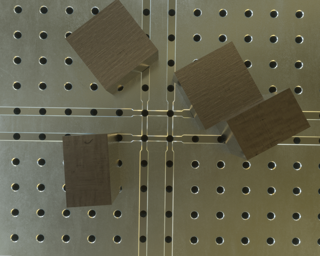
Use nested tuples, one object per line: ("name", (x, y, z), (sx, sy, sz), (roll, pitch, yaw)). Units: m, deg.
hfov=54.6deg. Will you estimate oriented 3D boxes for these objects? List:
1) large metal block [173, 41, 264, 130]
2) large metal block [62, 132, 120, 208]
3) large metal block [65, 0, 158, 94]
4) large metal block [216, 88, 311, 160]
("large metal block", (0.072, -0.052, 0.401), (0.080, 0.050, 0.080), (-29, 90, 0))
("large metal block", (-0.081, 0.047, 0.385), (0.050, 0.080, 0.080), (-3, 90, 0))
("large metal block", (-0.058, -0.102, 0.400), (0.080, 0.050, 0.080), (-38, 90, 0))
("large metal block", (0.121, -0.005, 0.387), (0.080, 0.080, 0.050), (-28, 90, 0))
